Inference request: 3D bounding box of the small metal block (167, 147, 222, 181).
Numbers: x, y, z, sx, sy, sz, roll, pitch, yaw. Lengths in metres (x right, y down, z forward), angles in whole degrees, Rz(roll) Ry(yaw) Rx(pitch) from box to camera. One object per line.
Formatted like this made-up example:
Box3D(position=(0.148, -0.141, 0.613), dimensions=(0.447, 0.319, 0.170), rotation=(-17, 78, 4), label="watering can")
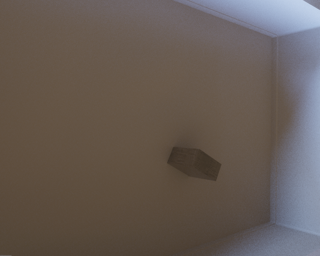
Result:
Box3D(position=(0.047, 0.049, 0.429), dimensions=(0.050, 0.050, 0.025), rotation=(34, 69, -35), label="small metal block")
